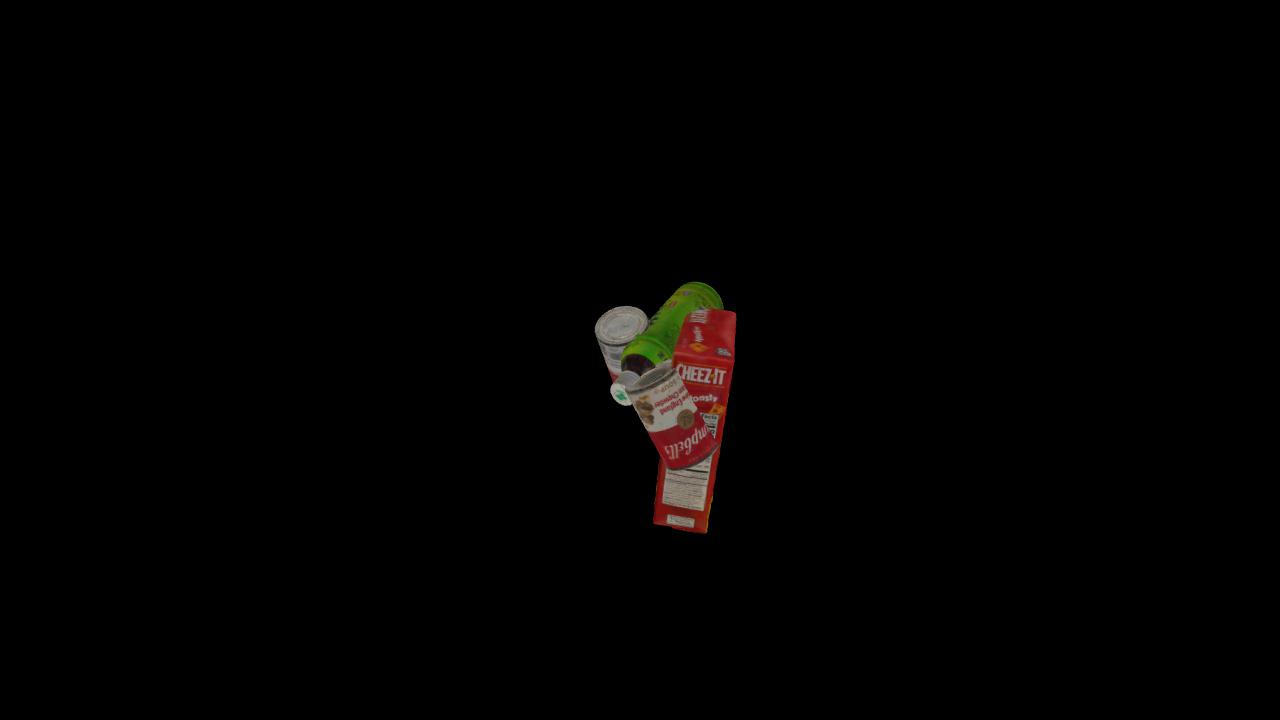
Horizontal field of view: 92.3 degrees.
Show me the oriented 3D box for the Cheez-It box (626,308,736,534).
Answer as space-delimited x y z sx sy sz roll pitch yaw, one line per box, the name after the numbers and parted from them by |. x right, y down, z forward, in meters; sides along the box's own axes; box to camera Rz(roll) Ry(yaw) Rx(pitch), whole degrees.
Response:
0.067 0.065 0.736 0.071 0.223 0.166 9 24 5 | Cheez-It box

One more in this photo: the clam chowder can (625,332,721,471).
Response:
0.035 0.058 0.662 0.068 0.102 0.068 -27 13 7 | clam chowder can

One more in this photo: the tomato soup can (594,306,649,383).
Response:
-0.013 -0.010 0.760 0.068 0.068 0.101 0 -42 17 | tomato soup can

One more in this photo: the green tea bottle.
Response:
0.031 -0.019 0.736 0.073 0.073 0.212 0 31 33 | green tea bottle
